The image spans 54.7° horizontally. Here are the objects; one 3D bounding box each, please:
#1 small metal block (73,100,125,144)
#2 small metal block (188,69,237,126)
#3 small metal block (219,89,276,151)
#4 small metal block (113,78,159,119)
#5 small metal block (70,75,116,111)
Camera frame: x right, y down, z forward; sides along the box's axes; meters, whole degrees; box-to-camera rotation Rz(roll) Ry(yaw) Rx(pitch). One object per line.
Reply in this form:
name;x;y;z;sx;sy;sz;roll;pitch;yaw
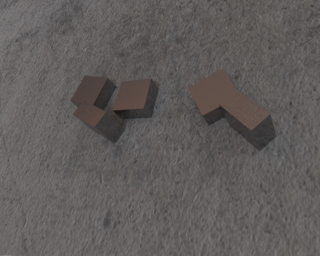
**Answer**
small metal block;-0.085;-0.008;0.436;0.050;0.050;0.025;26;76;36
small metal block;0.071;-0.039;0.390;0.050;0.025;0.050;-28;52;10
small metal block;0.097;-0.008;0.341;0.025;0.050;0.050;-42;51;-1
small metal block;-0.034;-0.041;0.446;0.050;0.025;0.050;-2;61;27
small metal block;-0.105;-0.054;0.490;0.050;0.025;0.050;12;67;32
